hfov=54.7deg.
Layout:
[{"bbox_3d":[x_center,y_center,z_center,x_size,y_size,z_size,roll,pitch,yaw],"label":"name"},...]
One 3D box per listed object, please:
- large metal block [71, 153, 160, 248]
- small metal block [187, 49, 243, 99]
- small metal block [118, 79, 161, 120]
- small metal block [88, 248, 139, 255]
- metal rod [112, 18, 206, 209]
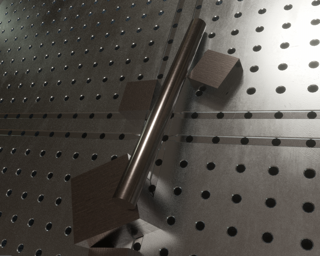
[{"bbox_3d":[-0.054,0.089,0.365,0.080,0.050,0.080,-25,53,12],"label":"large metal block"},{"bbox_3d":[0.074,-0.073,0.413,0.050,0.025,0.050,29,77,37],"label":"small metal block"},{"bbox_3d":[-0.026,-0.040,0.445,0.050,0.025,0.050,-1,61,27],"label":"small metal block"},{"bbox_3d":[-0.053,0.159,0.337,0.050,0.025,0.050,-9,58,23],"label":"small metal block"},{"bbox_3d":[0.011,-0.041,0.392,0.025,0.025,0.300,2,52,28],"label":"metal rod"}]
